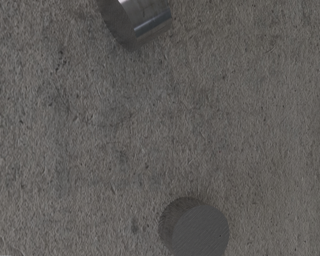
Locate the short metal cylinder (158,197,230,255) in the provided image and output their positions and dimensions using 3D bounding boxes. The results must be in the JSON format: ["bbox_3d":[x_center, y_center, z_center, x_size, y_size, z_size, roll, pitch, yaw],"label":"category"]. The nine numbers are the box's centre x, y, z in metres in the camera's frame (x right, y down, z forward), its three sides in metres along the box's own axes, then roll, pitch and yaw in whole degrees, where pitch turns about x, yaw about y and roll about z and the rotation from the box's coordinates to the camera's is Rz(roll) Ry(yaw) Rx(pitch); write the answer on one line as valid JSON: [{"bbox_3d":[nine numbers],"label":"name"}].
[{"bbox_3d":[0.044,0.137,0.412,0.081,0.050,0.080,0,90,-20],"label":"short metal cylinder"}]

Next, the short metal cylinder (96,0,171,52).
[{"bbox_3d":[-0.032,-0.139,0.368,0.050,0.080,0.080,-36,102,-16],"label":"short metal cylinder"}]
